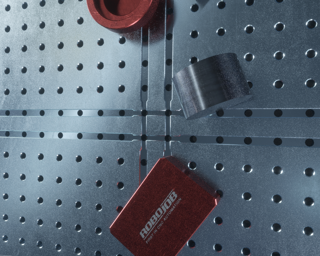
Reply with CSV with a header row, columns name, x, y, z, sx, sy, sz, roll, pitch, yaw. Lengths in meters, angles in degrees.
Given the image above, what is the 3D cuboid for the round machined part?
name,x,y,z,sx,sy,sz,roll,pitch,yaw
round machined part,-0.046,-0.176,0.419,0.098,0.042,0.097,0,90,19

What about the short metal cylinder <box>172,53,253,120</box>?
name,x,y,z,sx,sy,sz,roll,pitch,yaw
short metal cylinder,0.060,-0.046,0.362,0.080,0.080,0.050,-21,83,18

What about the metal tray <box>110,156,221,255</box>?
name,x,y,z,sx,sy,sz,roll,pitch,yaw
metal tray,0.005,0.113,0.407,0.090,0.030,0.129,38,102,15
